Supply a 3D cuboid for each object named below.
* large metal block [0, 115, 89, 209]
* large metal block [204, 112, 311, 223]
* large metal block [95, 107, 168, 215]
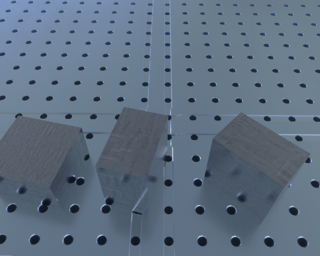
[{"bbox_3d":[-0.139,0.038,0.358,0.080,0.050,0.080,11,51,8],"label":"large metal block"},{"bbox_3d":[0.100,0.043,0.337,0.080,0.080,0.050,36,59,26],"label":"large metal block"},{"bbox_3d":[-0.026,0.037,0.341,0.050,0.080,0.080,12,51,9],"label":"large metal block"}]
